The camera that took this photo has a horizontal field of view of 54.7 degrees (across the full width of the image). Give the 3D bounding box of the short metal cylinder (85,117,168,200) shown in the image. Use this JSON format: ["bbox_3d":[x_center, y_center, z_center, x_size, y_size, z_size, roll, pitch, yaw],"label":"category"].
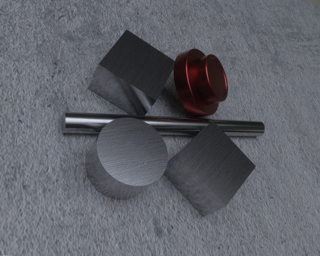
[{"bbox_3d":[-0.038,0.035,0.348,0.081,0.050,0.080,14,56,-21],"label":"short metal cylinder"}]

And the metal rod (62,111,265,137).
[{"bbox_3d":[0.024,-0.003,0.423,0.303,0.025,0.025,2,61,-28],"label":"metal rod"}]

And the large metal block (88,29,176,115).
[{"bbox_3d":[-0.035,-0.071,0.412,0.080,0.050,0.080,32,51,-8],"label":"large metal block"}]

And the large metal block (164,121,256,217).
[{"bbox_3d":[0.061,0.051,0.393,0.080,0.050,0.080,48,51,5],"label":"large metal block"}]

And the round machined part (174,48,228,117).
[{"bbox_3d":[0.064,-0.066,0.441,0.098,0.042,0.098,25,59,-50],"label":"round machined part"}]
